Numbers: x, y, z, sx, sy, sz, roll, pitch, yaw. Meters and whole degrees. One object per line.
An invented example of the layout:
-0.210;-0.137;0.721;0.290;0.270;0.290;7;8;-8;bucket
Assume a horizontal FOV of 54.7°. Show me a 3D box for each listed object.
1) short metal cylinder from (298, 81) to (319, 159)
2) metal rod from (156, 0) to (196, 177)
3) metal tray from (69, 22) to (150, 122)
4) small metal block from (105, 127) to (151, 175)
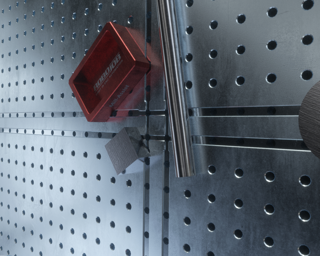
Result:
0.165;-0.007;0.257;0.080;0.050;0.079;0;90;39;short metal cylinder
0.016;-0.089;0.394;0.025;0.025;0.298;-11;83;39;metal rod
-0.082;-0.081;0.471;0.129;0.030;0.090;-46;63;30;metal tray
-0.047;0.033;0.446;0.050;0.025;0.050;-41;65;32;small metal block
